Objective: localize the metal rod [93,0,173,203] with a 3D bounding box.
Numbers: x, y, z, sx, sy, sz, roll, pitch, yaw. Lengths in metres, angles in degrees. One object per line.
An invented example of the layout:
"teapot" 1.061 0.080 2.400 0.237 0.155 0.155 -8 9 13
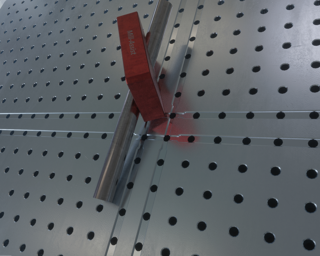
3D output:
"metal rod" -0.033 -0.048 0.430 0.025 0.025 0.299 7 72 31

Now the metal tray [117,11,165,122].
"metal tray" -0.026 -0.085 0.429 0.030 0.090 0.130 -15 55 5
